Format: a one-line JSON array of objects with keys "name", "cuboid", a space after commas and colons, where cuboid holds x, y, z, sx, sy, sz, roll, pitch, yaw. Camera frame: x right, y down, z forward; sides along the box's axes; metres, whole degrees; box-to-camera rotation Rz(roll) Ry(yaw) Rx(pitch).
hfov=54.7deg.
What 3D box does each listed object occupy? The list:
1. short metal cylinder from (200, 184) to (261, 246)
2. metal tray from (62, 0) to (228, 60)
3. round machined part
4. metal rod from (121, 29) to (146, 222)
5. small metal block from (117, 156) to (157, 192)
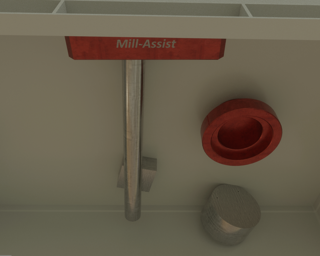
[{"name": "short metal cylinder", "cuboid": [0.111, 0.137, 0.491, 0.081, 0.080, 0.050, 11, 129, -10]}, {"name": "metal tray", "cuboid": [-0.012, -0.097, 0.283, 0.131, 0.090, 0.030, 0, 130, -1]}, {"name": "round machined part", "cuboid": [0.101, 0.001, 0.400, 0.099, 0.042, 0.097, -1, 130, 0]}, {"name": "metal rod", "cuboid": [-0.034, 0.016, 0.394, 0.025, 0.025, 0.298, 2, 126, -2]}, {"name": "small metal block", "cuboid": [-0.035, 0.068, 0.467, 0.050, 0.025, 0.050, 11, 129, -10]}]
